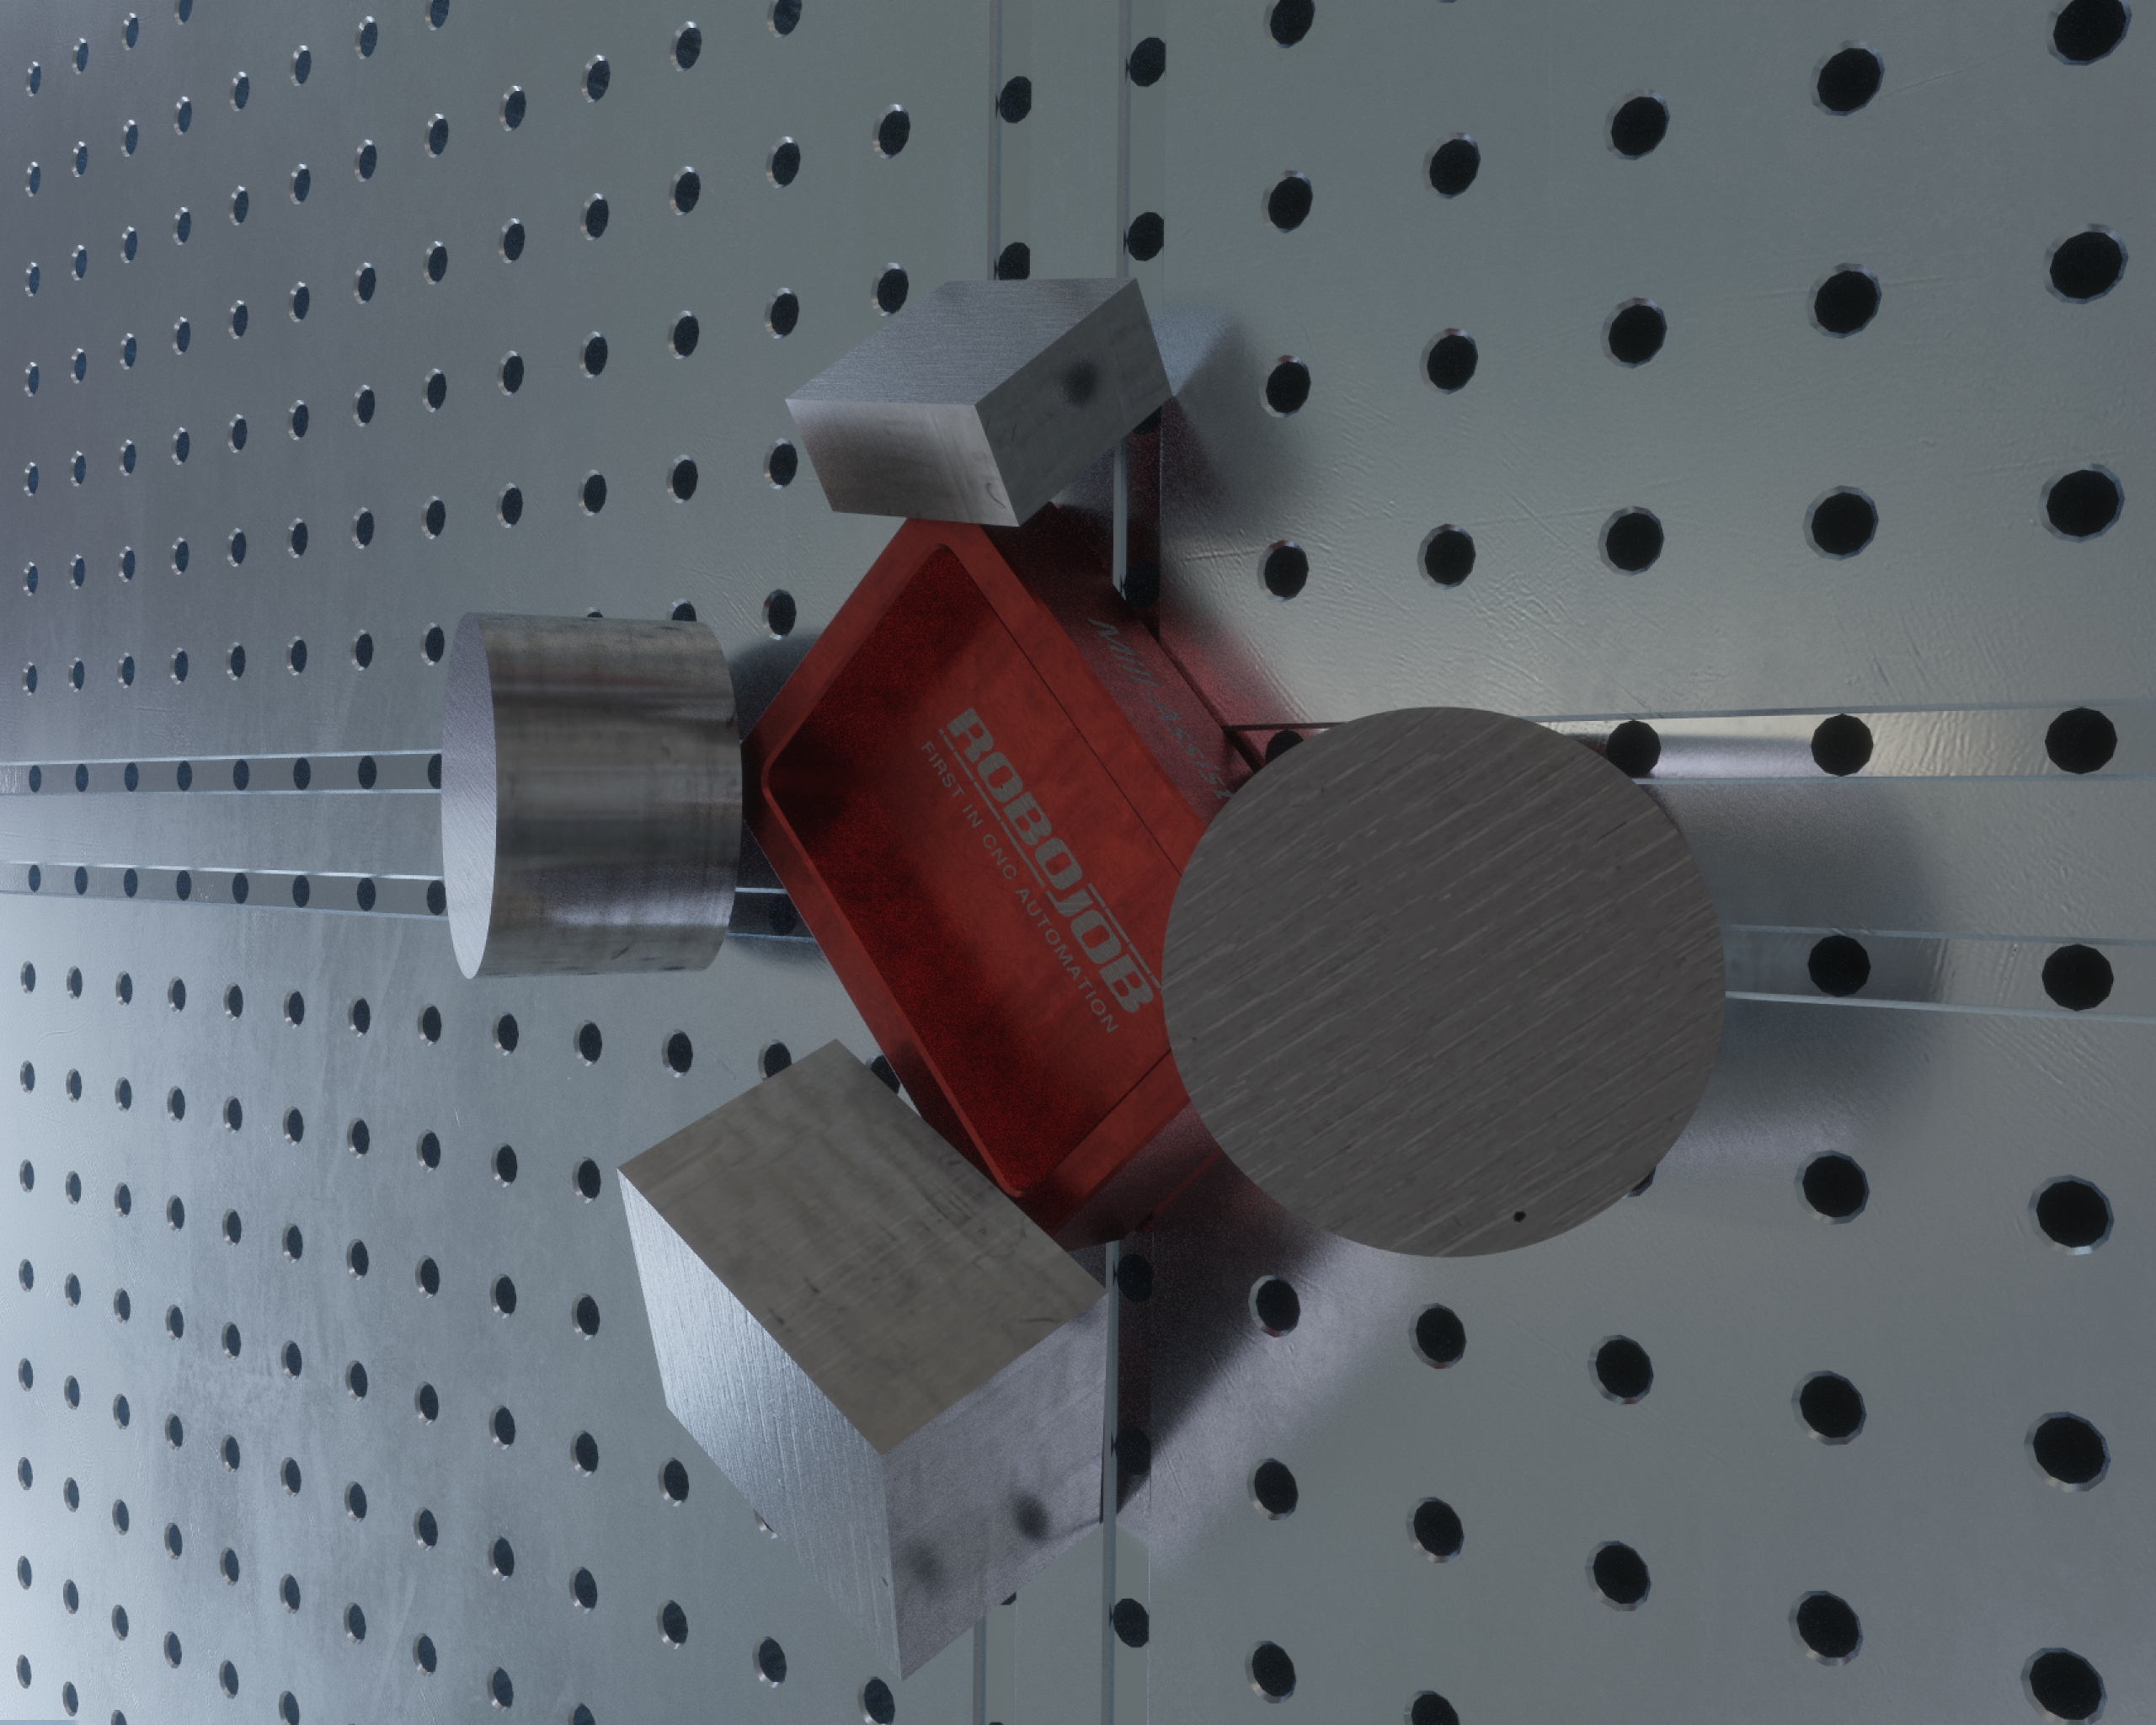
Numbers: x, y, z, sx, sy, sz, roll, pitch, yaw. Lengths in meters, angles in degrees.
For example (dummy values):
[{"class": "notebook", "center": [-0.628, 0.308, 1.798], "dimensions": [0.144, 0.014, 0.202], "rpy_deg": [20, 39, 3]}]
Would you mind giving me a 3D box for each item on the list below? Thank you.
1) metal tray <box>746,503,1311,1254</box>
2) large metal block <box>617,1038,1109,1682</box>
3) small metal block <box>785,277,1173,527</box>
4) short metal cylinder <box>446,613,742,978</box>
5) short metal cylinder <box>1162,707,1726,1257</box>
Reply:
[{"class": "metal tray", "center": [-0.010, 0.000, 0.413], "dimensions": [0.090, 0.030, 0.130], "rpy_deg": [-49, 61, 29]}, {"class": "large metal block", "center": [-0.041, 0.095, 0.404], "dimensions": [0.080, 0.050, 0.079], "rpy_deg": [38, 144, 33]}, {"class": "small metal block", "center": [-0.019, -0.090, 0.405], "dimensions": [0.050, 0.050, 0.025], "rpy_deg": [12, 135, 39]}, {"class": "short metal cylinder", "center": [-0.110, -0.015, 0.465], "dimensions": [0.080, 0.050, 0.079], "rpy_deg": [180, 90, -65]}, {"class": "short metal cylinder", "center": [0.058, 0.017, 0.325], "dimensions": [0.080, 0.050, 0.079], "rpy_deg": [0, 90, 13]}]
